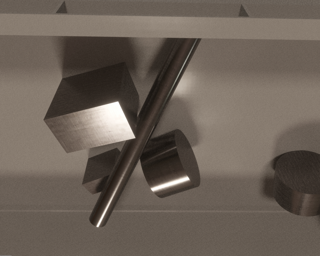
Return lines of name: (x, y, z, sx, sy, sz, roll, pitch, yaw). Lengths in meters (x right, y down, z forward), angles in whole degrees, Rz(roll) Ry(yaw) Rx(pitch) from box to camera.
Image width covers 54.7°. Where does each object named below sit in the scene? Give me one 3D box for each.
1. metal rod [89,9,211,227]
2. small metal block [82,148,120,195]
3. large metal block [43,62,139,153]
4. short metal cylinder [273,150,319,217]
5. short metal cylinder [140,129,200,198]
metal rod: (-0.023, 0.007, 0.372, 0.025, 0.025, 0.298, 20, 114, -17)
small metal block: (-0.079, 0.061, 0.444, 0.050, 0.050, 0.025, -21, 127, 16)
large metal block: (-0.072, -0.024, 0.351, 0.080, 0.080, 0.050, -13, 129, 10)
short metal cylinder: (0.206, 0.078, 0.443, 0.080, 0.080, 0.050, -6, 130, 5)
short metal cylinder: (0.015, 0.047, 0.414, 0.050, 0.080, 0.080, -22, 127, 17)
